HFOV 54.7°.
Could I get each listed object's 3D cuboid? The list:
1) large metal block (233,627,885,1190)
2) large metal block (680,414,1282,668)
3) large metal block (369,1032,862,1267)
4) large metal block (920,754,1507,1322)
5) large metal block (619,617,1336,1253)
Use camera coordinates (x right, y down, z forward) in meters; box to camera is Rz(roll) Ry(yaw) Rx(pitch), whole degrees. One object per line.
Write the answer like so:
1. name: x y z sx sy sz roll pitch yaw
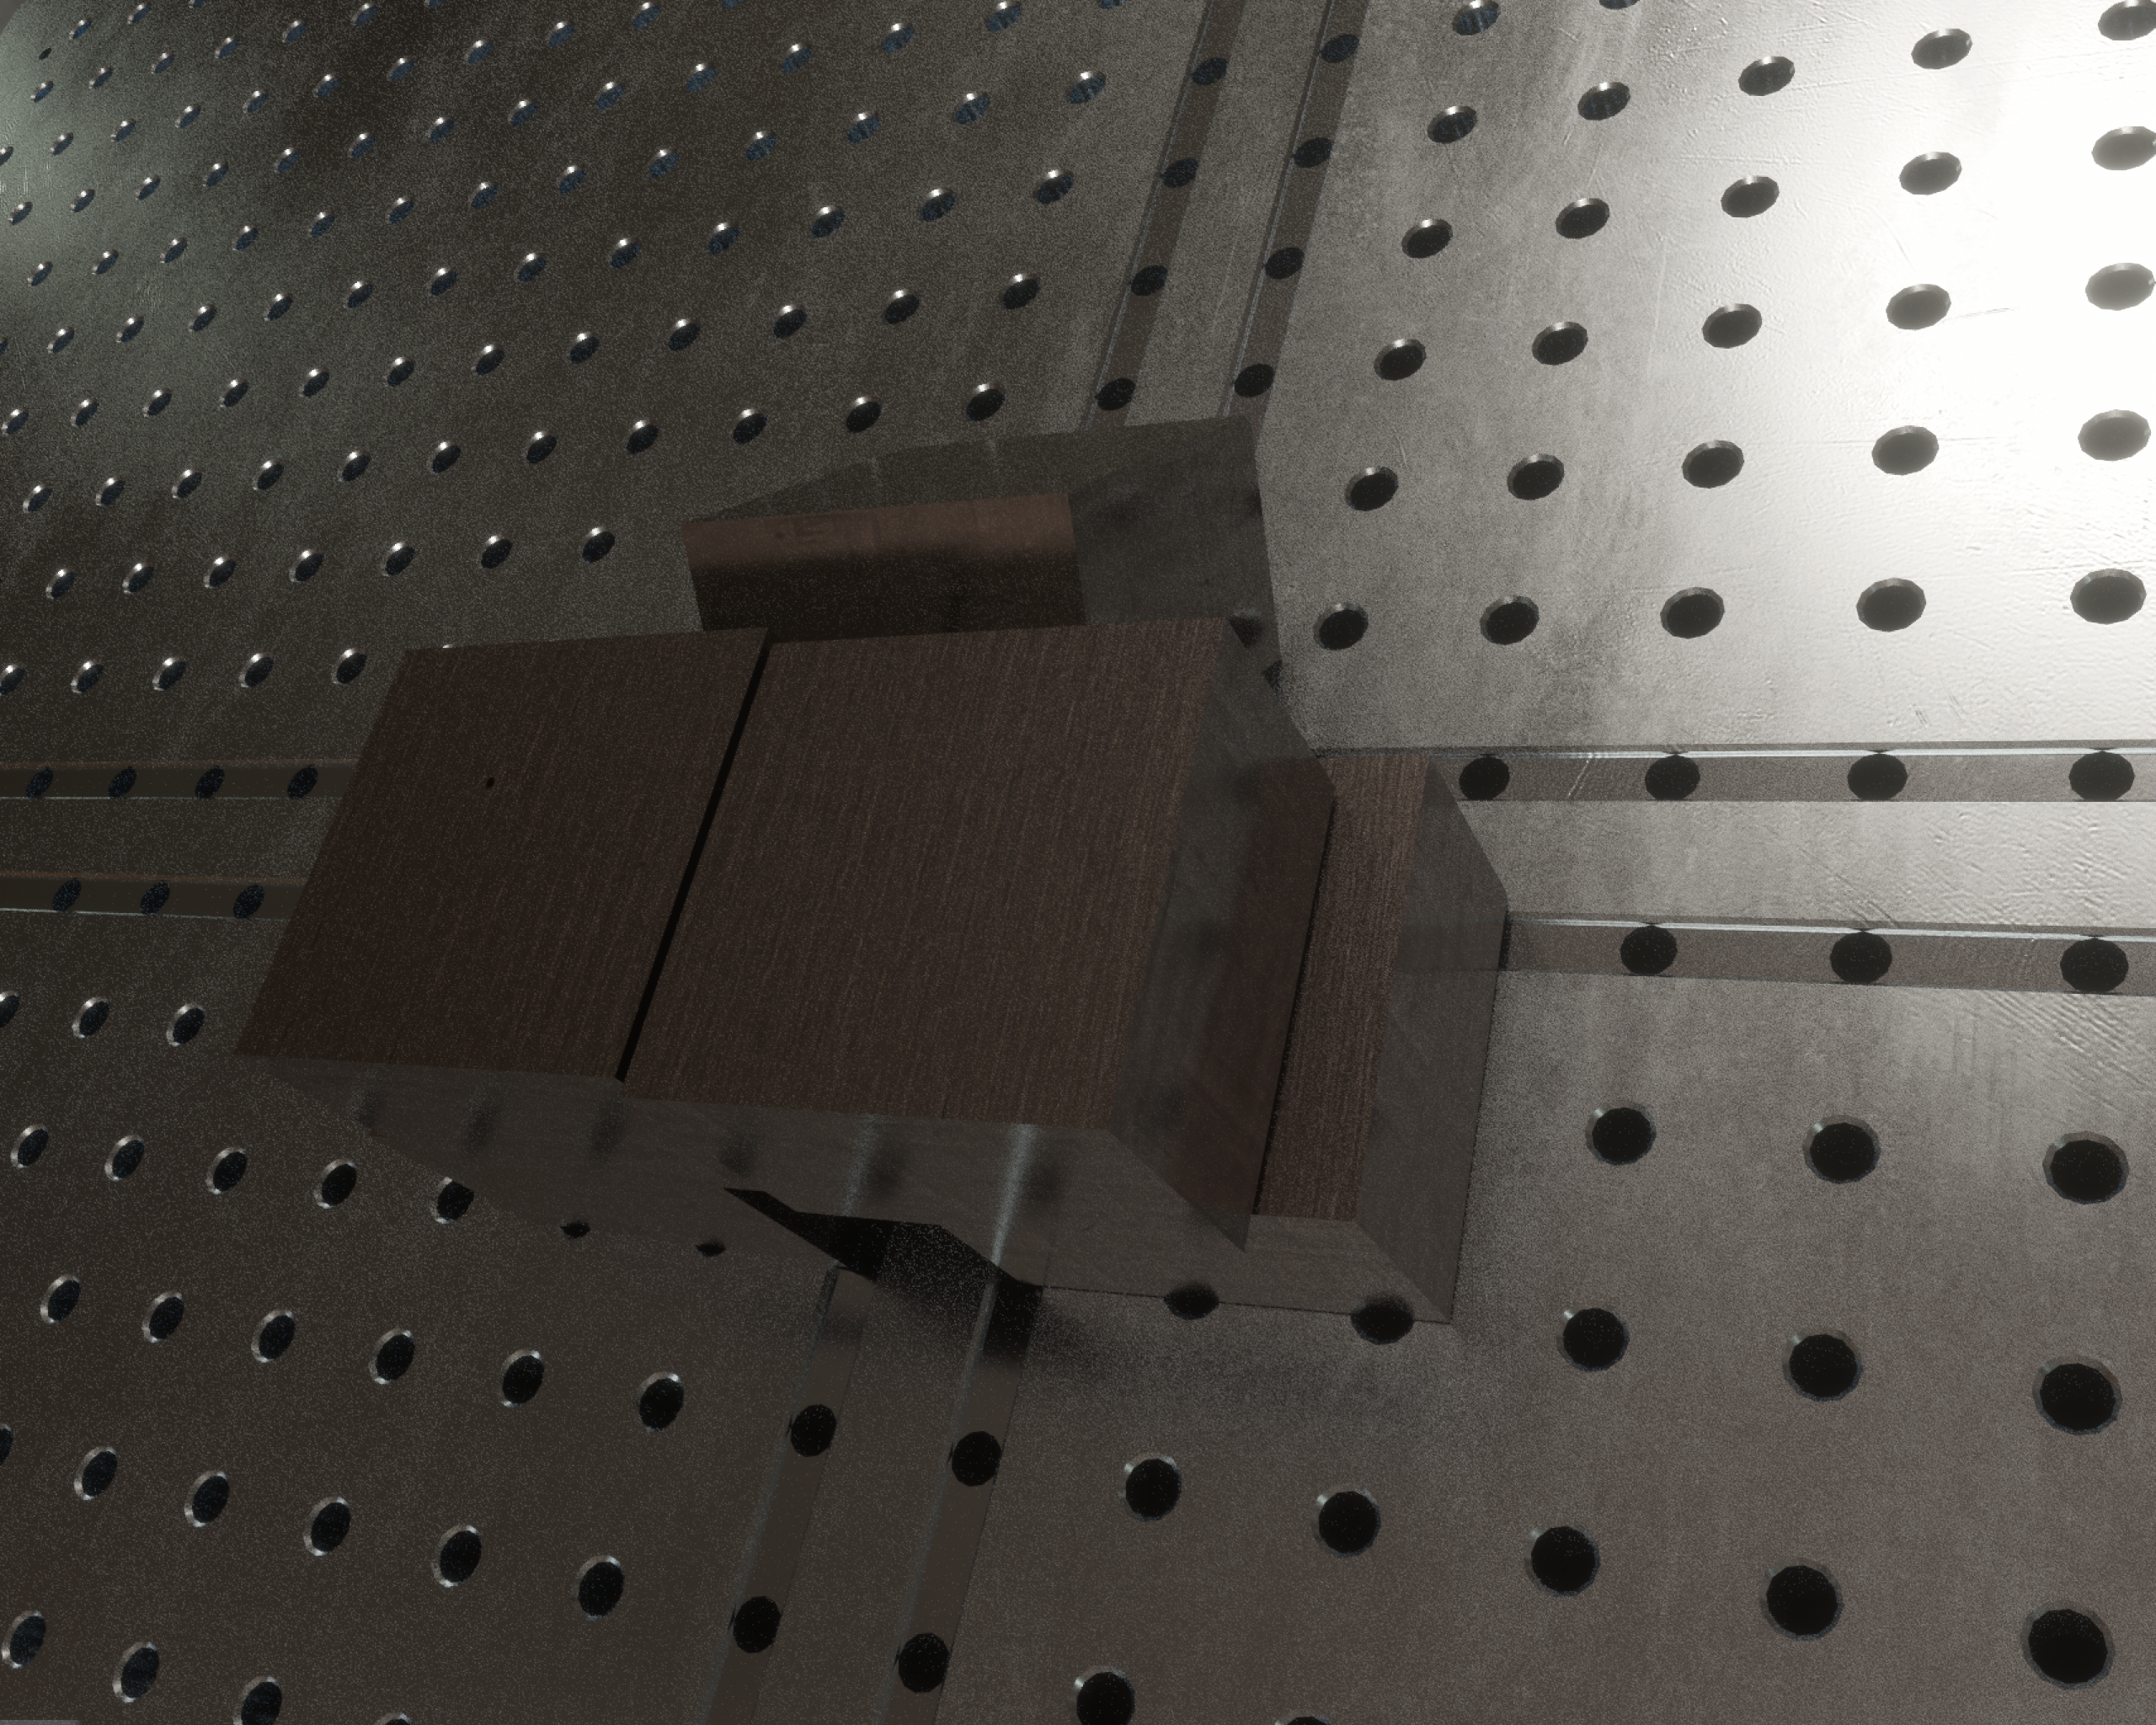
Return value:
1. large metal block: -0.085 0.008 0.362 0.080 0.050 0.080 0 62 28
2. large metal block: -0.016 -0.052 0.404 0.080 0.050 0.080 1 20 28
3. large metal block: -0.080 0.030 0.415 0.080 0.050 0.080 2 62 28
4. large metal block: 0.024 0.030 0.360 0.080 0.050 0.080 -1 61 27
5. large metal block: -0.013 0.011 0.324 0.080 0.050 0.080 0 62 28
